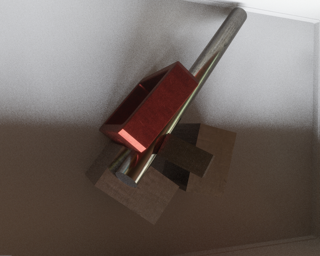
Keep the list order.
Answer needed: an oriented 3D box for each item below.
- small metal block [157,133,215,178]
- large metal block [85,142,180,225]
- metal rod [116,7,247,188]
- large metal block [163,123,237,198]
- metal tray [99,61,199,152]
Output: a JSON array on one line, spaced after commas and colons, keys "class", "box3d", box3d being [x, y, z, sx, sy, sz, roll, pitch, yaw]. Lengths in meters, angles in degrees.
[{"class": "small metal block", "box3d": [0.029, 0.029, 0.329, 0.050, 0.050, 0.025, 26, 89, 13]}, {"class": "large metal block", "box3d": [-0.036, 0.062, 0.369, 0.080, 0.080, 0.050, 38, 78, -17]}, {"class": "metal rod", "box3d": [0.041, -0.057, 0.377, 0.025, 0.025, 0.301, 43, 59, -15]}, {"class": "large metal block", "box3d": [0.047, 0.039, 0.400, 0.050, 0.080, 0.080, 14, 85, -20]}, {"class": "metal tray", "box3d": [-0.019, -0.021, 0.346, 0.030, 0.130, 0.090, 42, 78, -15]}]
